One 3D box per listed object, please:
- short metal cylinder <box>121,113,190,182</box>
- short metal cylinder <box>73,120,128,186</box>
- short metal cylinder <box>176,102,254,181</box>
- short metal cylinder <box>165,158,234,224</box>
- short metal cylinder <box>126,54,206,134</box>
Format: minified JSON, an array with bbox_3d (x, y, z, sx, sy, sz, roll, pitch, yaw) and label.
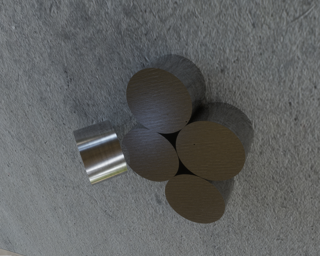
[{"bbox_3d":[-0.003,0.023,0.408,0.080,0.050,0.079,13,124,21],"label":"short metal cylinder"},{"bbox_3d":[-0.083,0.034,0.430,0.080,0.050,0.080,161,90,-76],"label":"short metal cylinder"},{"bbox_3d":[0.066,0.015,0.367,0.080,0.050,0.079,13,124,21],"label":"short metal cylinder"},{"bbox_3d":[0.054,0.079,0.413,0.080,0.050,0.079,13,124,21],"label":"short metal cylinder"},{"bbox_3d":[0.008,-0.040,0.363,0.080,0.050,0.079,13,124,21],"label":"short metal cylinder"}]
